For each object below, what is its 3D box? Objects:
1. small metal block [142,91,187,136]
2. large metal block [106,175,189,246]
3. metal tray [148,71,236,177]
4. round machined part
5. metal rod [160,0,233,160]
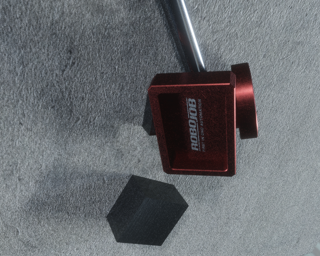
[{"bbox_3d":[0.008,-0.019,0.400,0.050,0.025,0.050,-4,120,-27],"label":"small metal block"},{"bbox_3d":[-0.019,0.123,0.457,0.080,0.050,0.080,21,107,-36],"label":"large metal block"},{"bbox_3d":[0.042,-0.001,0.363,0.090,0.030,0.129,0,126,14],"label":"metal tray"},{"bbox_3d":[0.098,-0.033,0.403,0.042,0.098,0.098,-8,128,14],"label":"round machined part"},{"bbox_3d":[0.052,-0.058,0.399,0.025,0.025,0.299,-32,129,-7],"label":"metal rod"}]
